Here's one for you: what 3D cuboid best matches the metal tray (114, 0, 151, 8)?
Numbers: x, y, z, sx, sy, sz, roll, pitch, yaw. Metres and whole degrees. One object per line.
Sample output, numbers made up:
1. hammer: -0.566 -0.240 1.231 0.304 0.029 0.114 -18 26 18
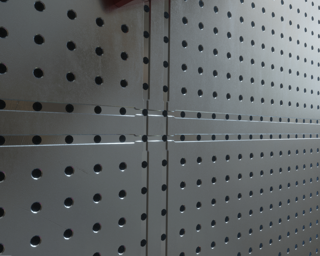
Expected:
1. metal tray: -0.013 -0.215 0.396 0.131 0.030 0.090 -31 109 -36
